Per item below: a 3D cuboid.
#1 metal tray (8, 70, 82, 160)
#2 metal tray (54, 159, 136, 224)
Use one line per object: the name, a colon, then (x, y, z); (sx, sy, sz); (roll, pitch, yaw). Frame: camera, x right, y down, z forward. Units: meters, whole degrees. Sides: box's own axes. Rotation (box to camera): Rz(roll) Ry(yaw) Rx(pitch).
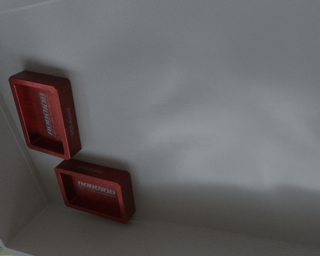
metal tray: (-0.177, -0.019, 0.484); (0.090, 0.030, 0.129); (13, 124, 20)
metal tray: (-0.110, 0.106, 0.526); (0.130, 0.030, 0.089); (9, 122, 23)
